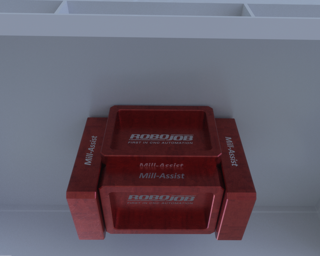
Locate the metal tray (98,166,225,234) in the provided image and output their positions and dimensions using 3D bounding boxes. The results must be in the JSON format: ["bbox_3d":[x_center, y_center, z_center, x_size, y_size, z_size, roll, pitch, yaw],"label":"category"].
[{"bbox_3d":[0.001,0.085,0.357,0.131,0.030,0.089,0,130,-1],"label":"metal tray"}]

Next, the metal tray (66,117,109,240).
[{"bbox_3d":[-0.080,0.059,0.387,0.030,0.130,0.089,0,131,0],"label":"metal tray"}]

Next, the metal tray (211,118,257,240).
[{"bbox_3d":[0.083,0.060,0.389,0.030,0.130,0.089,1,131,-1],"label":"metal tray"}]

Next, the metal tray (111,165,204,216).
[{"bbox_3d":[0.001,0.079,0.430,0.131,0.090,0.030,0,130,-1],"label":"metal tray"}]

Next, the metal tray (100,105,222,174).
[{"bbox_3d":[0.002,0.012,0.372,0.131,0.090,0.030,1,131,0],"label":"metal tray"}]
